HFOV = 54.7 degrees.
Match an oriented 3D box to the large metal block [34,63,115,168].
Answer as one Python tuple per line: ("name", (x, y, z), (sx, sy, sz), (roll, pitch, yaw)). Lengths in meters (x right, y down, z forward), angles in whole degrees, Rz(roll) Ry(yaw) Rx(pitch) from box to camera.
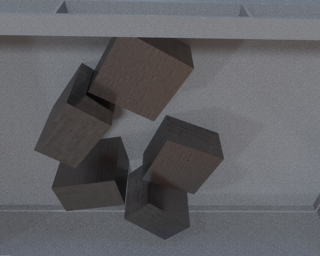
("large metal block", (-0.094, -0.015, 0.359), (0.050, 0.080, 0.080), (30, 124, -23))

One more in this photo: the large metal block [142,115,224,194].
("large metal block", (0.029, 0.039, 0.426), (0.081, 0.050, 0.079), (19, 128, -16))

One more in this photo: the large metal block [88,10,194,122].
("large metal block", (-0.021, -0.065, 0.337), (0.080, 0.050, 0.080), (24, 126, -20))

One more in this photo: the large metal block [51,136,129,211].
("large metal block", (-0.090, 0.062, 0.424), (0.080, 0.080, 0.050), (-8, 130, 6))

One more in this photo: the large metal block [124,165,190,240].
("large metal block", (-0.003, 0.107, 0.464), (0.050, 0.080, 0.080), (-37, 121, 27))
